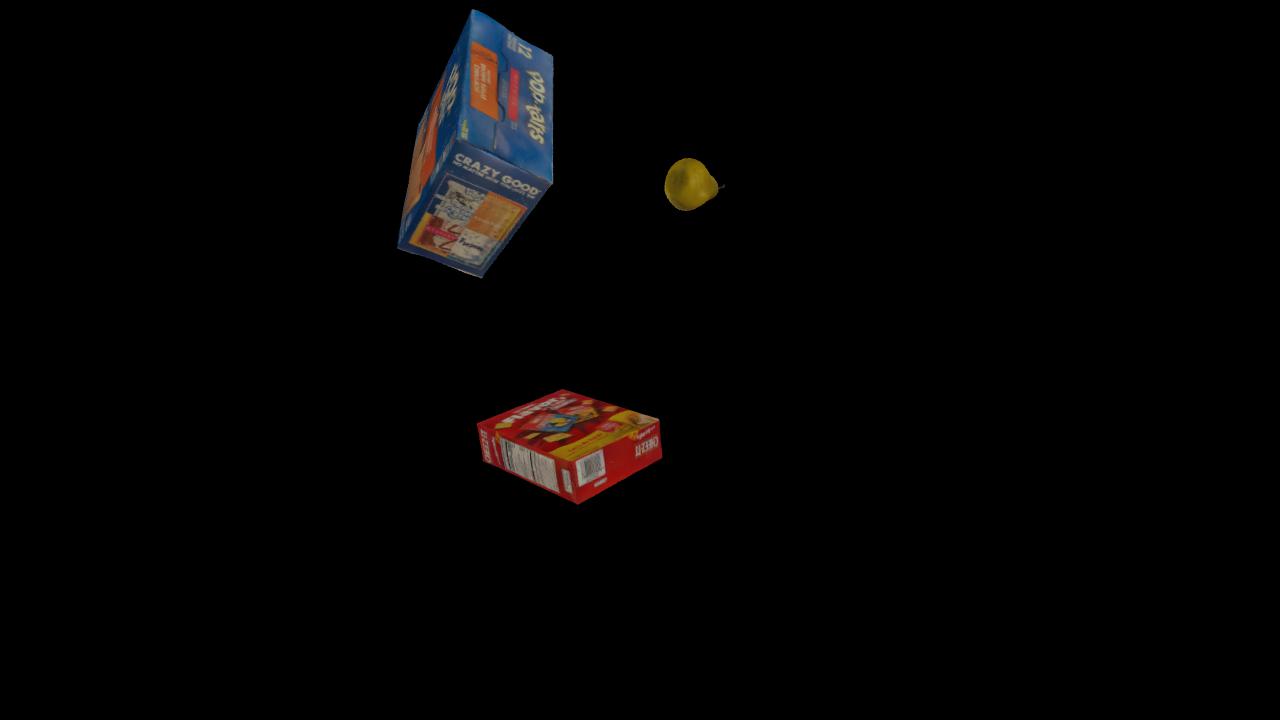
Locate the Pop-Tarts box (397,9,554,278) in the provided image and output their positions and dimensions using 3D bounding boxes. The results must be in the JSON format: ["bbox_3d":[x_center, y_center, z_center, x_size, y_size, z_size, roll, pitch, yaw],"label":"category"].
[{"bbox_3d":[-0.145,-0.187,0.546,0.083,0.167,0.141,17,-36,-32],"label":"Pop-Tarts box"}]

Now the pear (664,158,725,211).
[{"bbox_3d":[0.092,-0.275,0.988,0.111,0.080,0.080,7,-5,-44],"label":"pear"}]

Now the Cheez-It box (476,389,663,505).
[{"bbox_3d":[-0.103,0.114,0.881,0.223,0.071,0.166,12,24,42],"label":"Cheez-It box"}]
